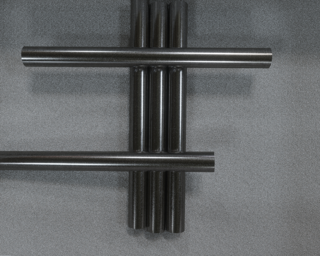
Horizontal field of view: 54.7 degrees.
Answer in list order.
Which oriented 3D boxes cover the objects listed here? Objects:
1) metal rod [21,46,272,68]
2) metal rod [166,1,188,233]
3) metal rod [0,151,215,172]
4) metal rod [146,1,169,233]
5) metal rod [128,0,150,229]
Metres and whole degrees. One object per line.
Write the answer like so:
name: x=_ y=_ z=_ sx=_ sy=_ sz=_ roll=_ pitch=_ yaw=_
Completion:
metal rod: x=-0.016 y=-0.088 z=0.385 sx=0.302 sy=0.025 sz=0.025 roll=0 pitch=90 yaw=0
metal rod: x=0.022 y=-0.014 z=0.410 sx=0.025 sy=0.025 sz=0.298 roll=1 pitch=90 yaw=0
metal rod: x=-0.084 y=0.042 z=0.391 sx=0.302 sy=0.025 sz=0.025 roll=0 pitch=90 yaw=7
metal rod: x=-0.003 y=-0.014 z=0.410 sx=0.025 sy=0.025 sz=0.298 roll=1 pitch=90 yaw=0
metal rod: x=-0.028 y=-0.019 z=0.410 sx=0.025 sy=0.025 sz=0.298 roll=1 pitch=90 yaw=0
